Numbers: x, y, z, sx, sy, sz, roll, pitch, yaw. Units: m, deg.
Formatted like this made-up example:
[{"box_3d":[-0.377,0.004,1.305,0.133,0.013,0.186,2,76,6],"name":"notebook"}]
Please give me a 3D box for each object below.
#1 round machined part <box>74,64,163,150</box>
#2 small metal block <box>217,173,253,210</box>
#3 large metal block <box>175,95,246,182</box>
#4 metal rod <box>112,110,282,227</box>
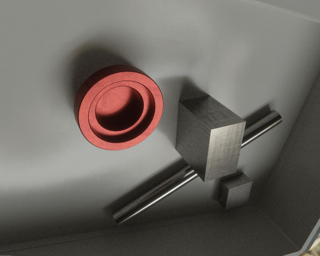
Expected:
[{"box_3d":[-0.049,-0.026,0.356,0.099,0.042,0.097,-14,125,-21],"name":"round machined part"},{"box_3d":[0.134,0.114,0.555,0.050,0.025,0.050,-13,124,-22],"name":"small metal block"},{"box_3d":[0.064,0.012,0.417,0.050,0.080,0.079,-12,124,-22],"name":"large metal block"},{"box_3d":[0.062,0.058,0.480,0.301,0.025,0.025,-31,129,-9],"name":"metal rod"}]
